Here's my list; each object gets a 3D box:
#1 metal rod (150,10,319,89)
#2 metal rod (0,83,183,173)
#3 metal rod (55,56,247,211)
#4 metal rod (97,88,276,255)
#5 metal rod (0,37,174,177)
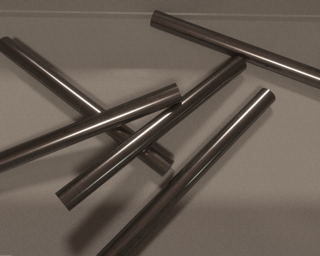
[{"bbox_3d":[0.128,-0.109,0.451,0.301,0.025,0.025,23,72,7],"label":"metal rod"},{"bbox_3d":[-0.117,0.011,0.384,0.301,0.025,0.025,-22,72,0],"label":"metal rod"},{"bbox_3d":[0.004,-0.006,0.390,0.301,0.025,0.025,-38,75,-22],"label":"metal rod"},{"bbox_3d":[0.043,0.054,0.390,0.025,0.025,0.301,43,75,14],"label":"metal rod"},{"bbox_3d":[-0.108,-0.035,0.421,0.300,0.025,0.025,36,74,12],"label":"metal rod"}]
